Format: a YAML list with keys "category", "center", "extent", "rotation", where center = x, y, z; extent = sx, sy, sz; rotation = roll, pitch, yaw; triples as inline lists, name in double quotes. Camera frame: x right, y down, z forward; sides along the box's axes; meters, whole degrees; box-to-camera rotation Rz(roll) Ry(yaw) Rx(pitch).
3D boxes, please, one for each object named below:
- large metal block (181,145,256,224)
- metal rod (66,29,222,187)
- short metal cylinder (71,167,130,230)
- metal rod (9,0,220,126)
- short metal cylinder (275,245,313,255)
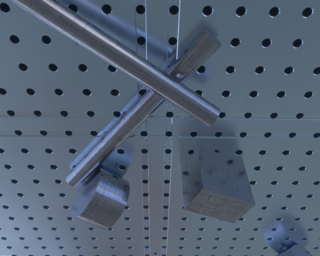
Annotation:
- category: "large metal block"
  center: [0.080, 0.080, 0.444]
  extent: [0.080, 0.080, 0.050]
  rotation: [20, 127, -16]
- category: "metal rod"
  center: [-0.038, -0.008, 0.404]
  extent: [0.025, 0.025, 0.299]
  rotation: [32, 123, -24]
- category: "short metal cylinder"
  center: [-0.089, 0.104, 0.463]
  extent: [0.050, 0.080, 0.080]
  rotation: [32, 123, -24]
- category: "metal rod"
  center: [-0.062, -0.087, 0.315]
  extent: [0.301, 0.025, 0.025]
  rotation: [31, 124, -16]
- category: "short metal cylinder"
  center: [0.275, 0.283, 0.619]
  extent: [0.080, 0.080, 0.050]
  rotation: [26, 125, -21]
